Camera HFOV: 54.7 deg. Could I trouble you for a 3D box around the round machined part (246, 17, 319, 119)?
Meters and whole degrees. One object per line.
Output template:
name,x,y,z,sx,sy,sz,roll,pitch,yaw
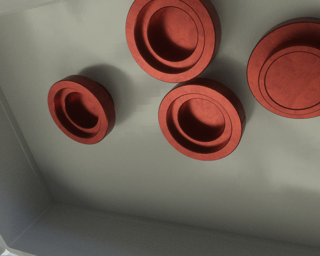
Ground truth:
round machined part,0.132,-0.051,0.296,0.098,0.042,0.097,13,124,21

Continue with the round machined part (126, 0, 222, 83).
round machined part,0.017,-0.100,0.327,0.098,0.042,0.097,13,124,21

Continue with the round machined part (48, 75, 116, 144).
round machined part,-0.104,-0.029,0.435,0.098,0.042,0.097,13,124,21

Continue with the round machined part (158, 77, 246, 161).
round machined part,0.051,-0.013,0.362,0.098,0.042,0.097,13,124,21
